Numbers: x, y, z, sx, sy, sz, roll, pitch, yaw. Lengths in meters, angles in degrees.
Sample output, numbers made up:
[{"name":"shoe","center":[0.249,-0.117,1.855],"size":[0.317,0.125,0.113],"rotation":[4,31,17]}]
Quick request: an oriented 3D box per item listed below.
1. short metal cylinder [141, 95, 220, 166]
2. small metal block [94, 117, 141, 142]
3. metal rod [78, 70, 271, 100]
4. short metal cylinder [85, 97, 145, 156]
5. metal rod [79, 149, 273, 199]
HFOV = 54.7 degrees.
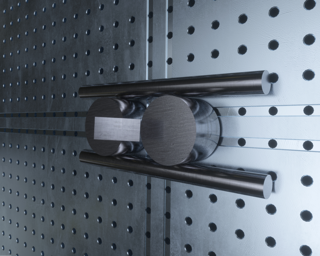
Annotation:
[{"name":"short metal cylinder","center":[0.023,0.003,0.369],"size":[0.080,0.050,0.079],"rotation":[0,90,40]},{"name":"small metal block","center":[-0.049,0.001,0.368],"size":[0.050,0.050,0.025],"rotation":[3,92,-3]},{"name":"metal rod","center":[-0.007,-0.052,0.411],"size":[0.300,0.025,0.025],"rotation":[3,92,39]},{"name":"short metal cylinder","center":[-0.060,-0.002,0.439],"size":[0.080,0.050,0.079],"rotation":[0,90,40]},{"name":"metal rod","center":[-0.006,0.053,0.410],"size":[0.300,0.025,0.025],"rotation":[3,92,39]}]
